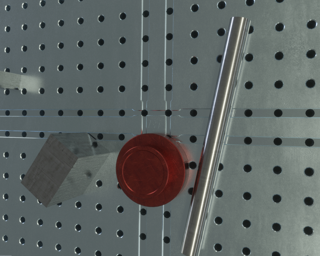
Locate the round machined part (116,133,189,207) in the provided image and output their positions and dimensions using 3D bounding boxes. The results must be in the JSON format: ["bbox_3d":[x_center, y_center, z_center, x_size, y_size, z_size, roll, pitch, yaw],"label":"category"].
[{"bbox_3d":[-0.015,0.056,0.408,0.098,0.042,0.097,0,90,19],"label":"round machined part"}]

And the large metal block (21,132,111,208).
[{"bbox_3d":[-0.126,0.053,0.427,0.050,0.080,0.080,38,102,16],"label":"large metal block"}]

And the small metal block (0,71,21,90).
[{"bbox_3d":[-0.259,-0.077,0.488,0.050,0.050,0.025,6,92,19],"label":"small metal block"}]

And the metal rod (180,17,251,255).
[{"bbox_3d":[0.068,0.014,0.388,0.025,0.025,0.298,13,94,19],"label":"metal rod"}]
